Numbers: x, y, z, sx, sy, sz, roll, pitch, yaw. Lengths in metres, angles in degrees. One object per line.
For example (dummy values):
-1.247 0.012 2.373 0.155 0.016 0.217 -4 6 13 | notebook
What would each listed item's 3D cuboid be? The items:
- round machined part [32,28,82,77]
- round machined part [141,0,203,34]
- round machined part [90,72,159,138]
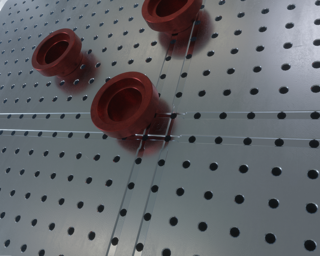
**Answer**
-0.186 -0.135 0.580 0.098 0.042 0.098 -13 56 21 | round machined part
0.023 -0.193 0.505 0.098 0.042 0.098 -13 56 21 | round machined part
-0.046 -0.028 0.440 0.098 0.042 0.098 -13 56 21 | round machined part
